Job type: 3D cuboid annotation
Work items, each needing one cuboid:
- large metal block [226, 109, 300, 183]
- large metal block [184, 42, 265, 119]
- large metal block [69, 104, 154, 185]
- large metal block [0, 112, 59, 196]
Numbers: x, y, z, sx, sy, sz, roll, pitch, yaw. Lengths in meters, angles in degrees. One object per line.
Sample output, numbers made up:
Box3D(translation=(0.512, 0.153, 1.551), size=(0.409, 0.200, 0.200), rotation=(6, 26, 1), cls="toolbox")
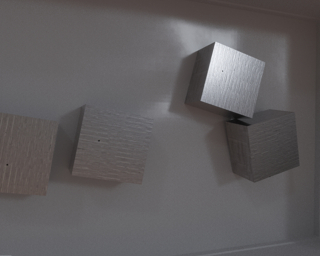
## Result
Box3D(translation=(0.148, 0.023, 0.446), size=(0.081, 0.050, 0.079), rotation=(-15, 103, -20), cls="large metal block")
Box3D(translation=(0.089, -0.062, 0.430), size=(0.081, 0.050, 0.080), rotation=(16, 84, -19), cls="large metal block")
Box3D(translation=(-0.060, 0.020, 0.375), size=(0.081, 0.050, 0.080), rotation=(12, 86, -20), cls="large metal block")
Box3D(translation=(-0.160, 0.026, 0.338), size=(0.081, 0.050, 0.080), rotation=(10, 87, -20), cls="large metal block")
